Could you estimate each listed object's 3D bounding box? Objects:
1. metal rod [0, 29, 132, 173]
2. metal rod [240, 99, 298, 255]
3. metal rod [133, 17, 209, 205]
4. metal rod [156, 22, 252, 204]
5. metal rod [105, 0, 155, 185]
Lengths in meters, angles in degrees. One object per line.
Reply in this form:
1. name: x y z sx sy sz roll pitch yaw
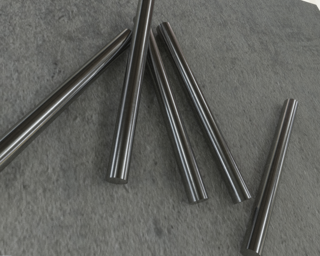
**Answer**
1. metal rod: -0.112 -0.040 0.368 0.025 0.025 0.301 37 51 -4
2. metal rod: 0.173 0.054 0.466 0.025 0.025 0.301 37 51 -4
3. metal rod: 0.008 -0.042 0.435 0.025 0.025 0.299 -2 63 -30
4. metal rod: 0.057 -0.035 0.457 0.025 0.025 0.299 -8 66 -32
5. metal rod: -0.034 -0.073 0.413 0.025 0.025 0.299 17 60 -19
